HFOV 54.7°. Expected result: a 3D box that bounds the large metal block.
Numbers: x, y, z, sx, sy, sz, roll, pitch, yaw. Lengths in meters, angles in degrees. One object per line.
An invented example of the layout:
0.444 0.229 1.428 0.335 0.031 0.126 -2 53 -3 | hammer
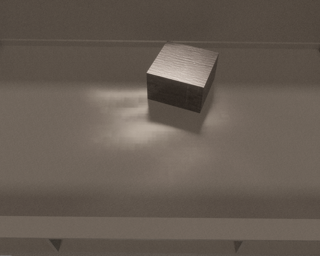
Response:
0.034 -0.076 0.453 0.080 0.050 0.080 17 52 13 | large metal block
